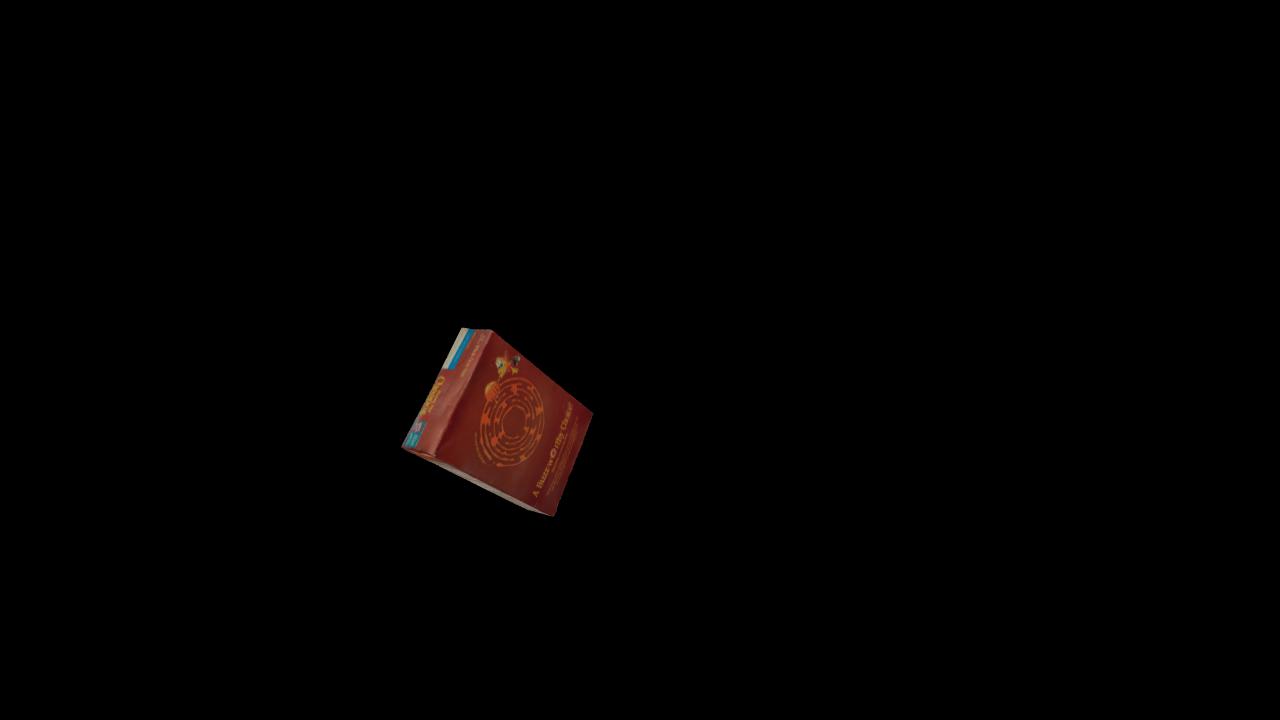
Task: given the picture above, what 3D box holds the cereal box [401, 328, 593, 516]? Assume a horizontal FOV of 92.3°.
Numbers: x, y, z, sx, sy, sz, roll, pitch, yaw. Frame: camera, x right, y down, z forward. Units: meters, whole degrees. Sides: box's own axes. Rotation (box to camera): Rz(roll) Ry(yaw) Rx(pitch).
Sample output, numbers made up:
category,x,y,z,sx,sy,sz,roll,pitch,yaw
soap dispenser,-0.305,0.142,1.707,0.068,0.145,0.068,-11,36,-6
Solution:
category,x,y,z,sx,sy,sz,roll,pitch,yaw
cereal box,-0.211,0.109,0.994,0.081,0.203,0.306,5,-25,33
